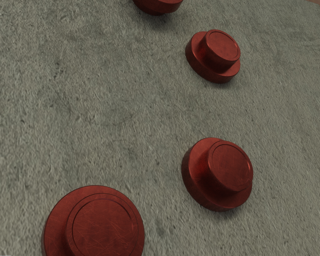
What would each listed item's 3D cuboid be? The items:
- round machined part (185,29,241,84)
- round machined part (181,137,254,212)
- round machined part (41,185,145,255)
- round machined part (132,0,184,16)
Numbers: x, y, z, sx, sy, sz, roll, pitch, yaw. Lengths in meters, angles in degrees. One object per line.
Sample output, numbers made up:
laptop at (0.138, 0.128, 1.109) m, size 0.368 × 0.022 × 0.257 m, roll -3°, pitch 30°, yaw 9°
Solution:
round machined part at (0.096, -0.126, 0.521) m, size 0.099 × 0.042 × 0.098 m, roll 14°, pitch 56°, yaw -21°
round machined part at (0.081, 0.055, 0.402) m, size 0.099 × 0.042 × 0.098 m, roll 14°, pitch 56°, yaw -21°
round machined part at (-0.060, 0.102, 0.299) m, size 0.099 × 0.042 × 0.098 m, roll 14°, pitch 56°, yaw -21°
round machined part at (-0.010, -0.231, 0.528) m, size 0.099 × 0.042 × 0.098 m, roll 14°, pitch 56°, yaw -21°
